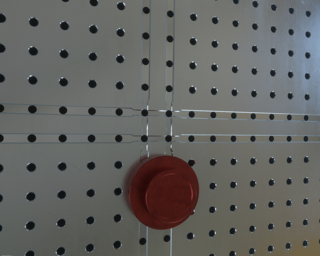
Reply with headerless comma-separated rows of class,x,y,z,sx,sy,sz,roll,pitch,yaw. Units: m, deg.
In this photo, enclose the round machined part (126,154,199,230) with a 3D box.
round machined part,0.008,0.085,0.406,0.099,0.042,0.097,0,90,-20
